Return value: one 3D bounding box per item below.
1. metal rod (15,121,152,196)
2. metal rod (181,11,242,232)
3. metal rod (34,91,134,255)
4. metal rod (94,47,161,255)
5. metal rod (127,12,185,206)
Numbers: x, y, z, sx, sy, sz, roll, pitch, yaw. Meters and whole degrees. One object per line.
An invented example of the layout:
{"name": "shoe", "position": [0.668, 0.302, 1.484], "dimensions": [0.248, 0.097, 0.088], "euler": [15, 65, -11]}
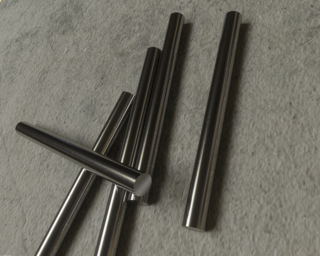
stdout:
{"name": "metal rod", "position": [-0.124, 0.030, 0.421], "dimensions": [0.300, 0.025, 0.025], "euler": [15, 69, 43]}
{"name": "metal rod", "position": [0.070, -0.027, 0.382], "dimensions": [0.025, 0.025, 0.300], "euler": [1, 62, 28]}
{"name": "metal rod", "position": [-0.105, 0.082, 0.406], "dimensions": [0.025, 0.025, 0.300], "euler": [13, 68, 33]}
{"name": "metal rod", "position": [-0.035, 0.015, 0.411], "dimensions": [0.025, 0.025, 0.299], "euler": [-3, 60, 26]}
{"name": "metal rod", "position": [0.001, -0.044, 0.428], "dimensions": [0.025, 0.025, 0.299], "euler": [-3, 60, 26]}
